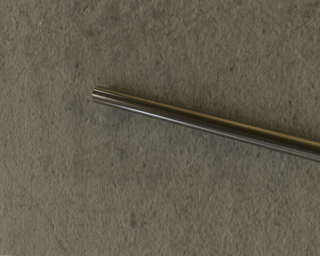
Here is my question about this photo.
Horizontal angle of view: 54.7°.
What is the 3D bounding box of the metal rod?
[{"bbox_3d":[0.049,-0.010,0.391,0.301,0.025,0.025,15,95,18],"label":"metal rod"}]
